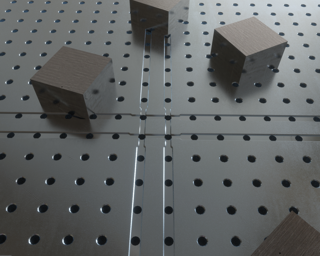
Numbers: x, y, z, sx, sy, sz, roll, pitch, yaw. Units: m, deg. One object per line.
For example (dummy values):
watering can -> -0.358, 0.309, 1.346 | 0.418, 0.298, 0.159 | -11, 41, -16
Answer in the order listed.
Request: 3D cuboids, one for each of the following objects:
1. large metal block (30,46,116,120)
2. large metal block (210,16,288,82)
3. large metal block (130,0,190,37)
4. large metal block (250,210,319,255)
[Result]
large metal block -> -0.121, -0.066, 0.446 | 0.080, 0.050, 0.080 | 17, 52, 13
large metal block -> 0.141, -0.130, 0.502 | 0.081, 0.050, 0.080 | -22, 54, -18
large metal block -> 0.001, -0.224, 0.580 | 0.080, 0.050, 0.080 | 25, 54, 19
large metal block -> 0.122, 0.138, 0.278 | 0.080, 0.050, 0.080 | -34, 58, -25
